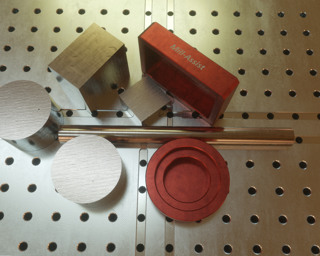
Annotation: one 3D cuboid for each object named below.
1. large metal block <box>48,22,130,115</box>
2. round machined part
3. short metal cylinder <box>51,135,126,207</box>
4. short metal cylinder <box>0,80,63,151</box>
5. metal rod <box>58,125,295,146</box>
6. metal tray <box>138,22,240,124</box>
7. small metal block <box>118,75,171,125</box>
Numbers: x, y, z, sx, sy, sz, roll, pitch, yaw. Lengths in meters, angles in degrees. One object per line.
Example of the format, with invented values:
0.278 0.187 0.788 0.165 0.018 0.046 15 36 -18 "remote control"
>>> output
-0.088 -0.075 0.410 0.050 0.080 0.080 37 74 12 "large metal block"
0.032 0.064 0.379 0.099 0.042 0.098 0 70 0 "round machined part"
-0.084 0.054 0.377 0.081 0.050 0.080 0 70 0 "short metal cylinder"
-0.173 -0.015 0.402 0.081 0.050 0.080 0 70 0 "short metal cylinder"
0.021 0.010 0.408 0.302 0.025 0.025 1 70 0 "metal rod"
0.032 -0.068 0.402 0.130 0.090 0.030 38 75 13 "metal tray"
-0.020 -0.036 0.425 0.050 0.025 0.050 -37 74 -13 "small metal block"
